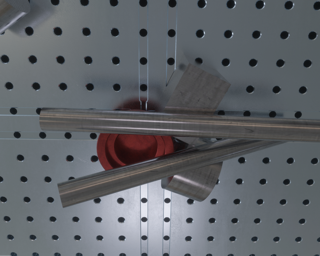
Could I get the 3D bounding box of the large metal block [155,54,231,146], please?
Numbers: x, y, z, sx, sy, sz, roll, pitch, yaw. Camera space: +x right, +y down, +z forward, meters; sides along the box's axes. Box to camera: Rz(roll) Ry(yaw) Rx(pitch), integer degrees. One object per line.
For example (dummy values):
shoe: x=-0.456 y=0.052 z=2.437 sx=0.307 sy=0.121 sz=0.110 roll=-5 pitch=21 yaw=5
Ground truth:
large metal block: x=0.034 y=-0.037 z=0.371 sx=0.050 sy=0.080 sz=0.080 roll=26 pitch=108 yaw=-9

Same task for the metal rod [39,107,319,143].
metal rod: x=0.030 y=-0.003 z=0.326 sx=0.302 sy=0.025 sz=0.025 roll=3 pitch=110 yaw=-1

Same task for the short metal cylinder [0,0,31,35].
short metal cylinder: x=-0.188 y=-0.143 z=0.330 sx=0.050 sy=0.080 sz=0.080 roll=-32 pitch=107 yaw=11

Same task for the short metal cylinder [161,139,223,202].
short metal cylinder: x=0.040 y=0.049 z=0.402 sx=0.050 sy=0.080 sz=0.079 roll=22 pitch=109 yaw=-8

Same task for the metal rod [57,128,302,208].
metal rod: x=0.042 y=0.033 z=0.351 sx=0.302 sy=0.025 sz=0.025 roll=-13 pitch=111 yaw=-19

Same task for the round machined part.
round machined part: x=-0.031 y=0.021 z=0.412 sx=0.099 sy=0.042 sz=0.097 roll=0 pitch=110 yaw=0
